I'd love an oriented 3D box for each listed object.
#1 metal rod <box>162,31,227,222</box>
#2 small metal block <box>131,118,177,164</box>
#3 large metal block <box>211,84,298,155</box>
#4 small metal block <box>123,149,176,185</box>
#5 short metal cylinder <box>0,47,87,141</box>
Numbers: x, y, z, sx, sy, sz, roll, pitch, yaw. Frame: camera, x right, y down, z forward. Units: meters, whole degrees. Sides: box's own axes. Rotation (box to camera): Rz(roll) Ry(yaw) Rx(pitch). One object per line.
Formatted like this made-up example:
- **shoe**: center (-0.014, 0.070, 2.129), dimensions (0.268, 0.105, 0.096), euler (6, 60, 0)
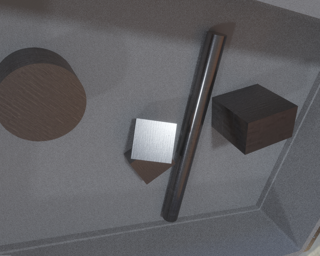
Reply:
- **metal rod**: center (0.043, 0.016, 0.443), dimensions (0.025, 0.025, 0.298), euler (-3, 120, -27)
- **small metal block**: center (-0.009, 0.016, 0.392), dimensions (0.050, 0.025, 0.050), euler (8, 90, -7)
- **large metal block**: center (0.129, -0.016, 0.436), dimensions (0.081, 0.080, 0.050), euler (-18, 126, -19)
- **small metal block**: center (-0.014, 0.043, 0.429), dimensions (0.050, 0.025, 0.050), euler (-36, 130, -5)
- **short metal cylinder**: center (-0.119, -0.034, 0.307), dimensions (0.081, 0.050, 0.079), euler (-14, 125, -21)
